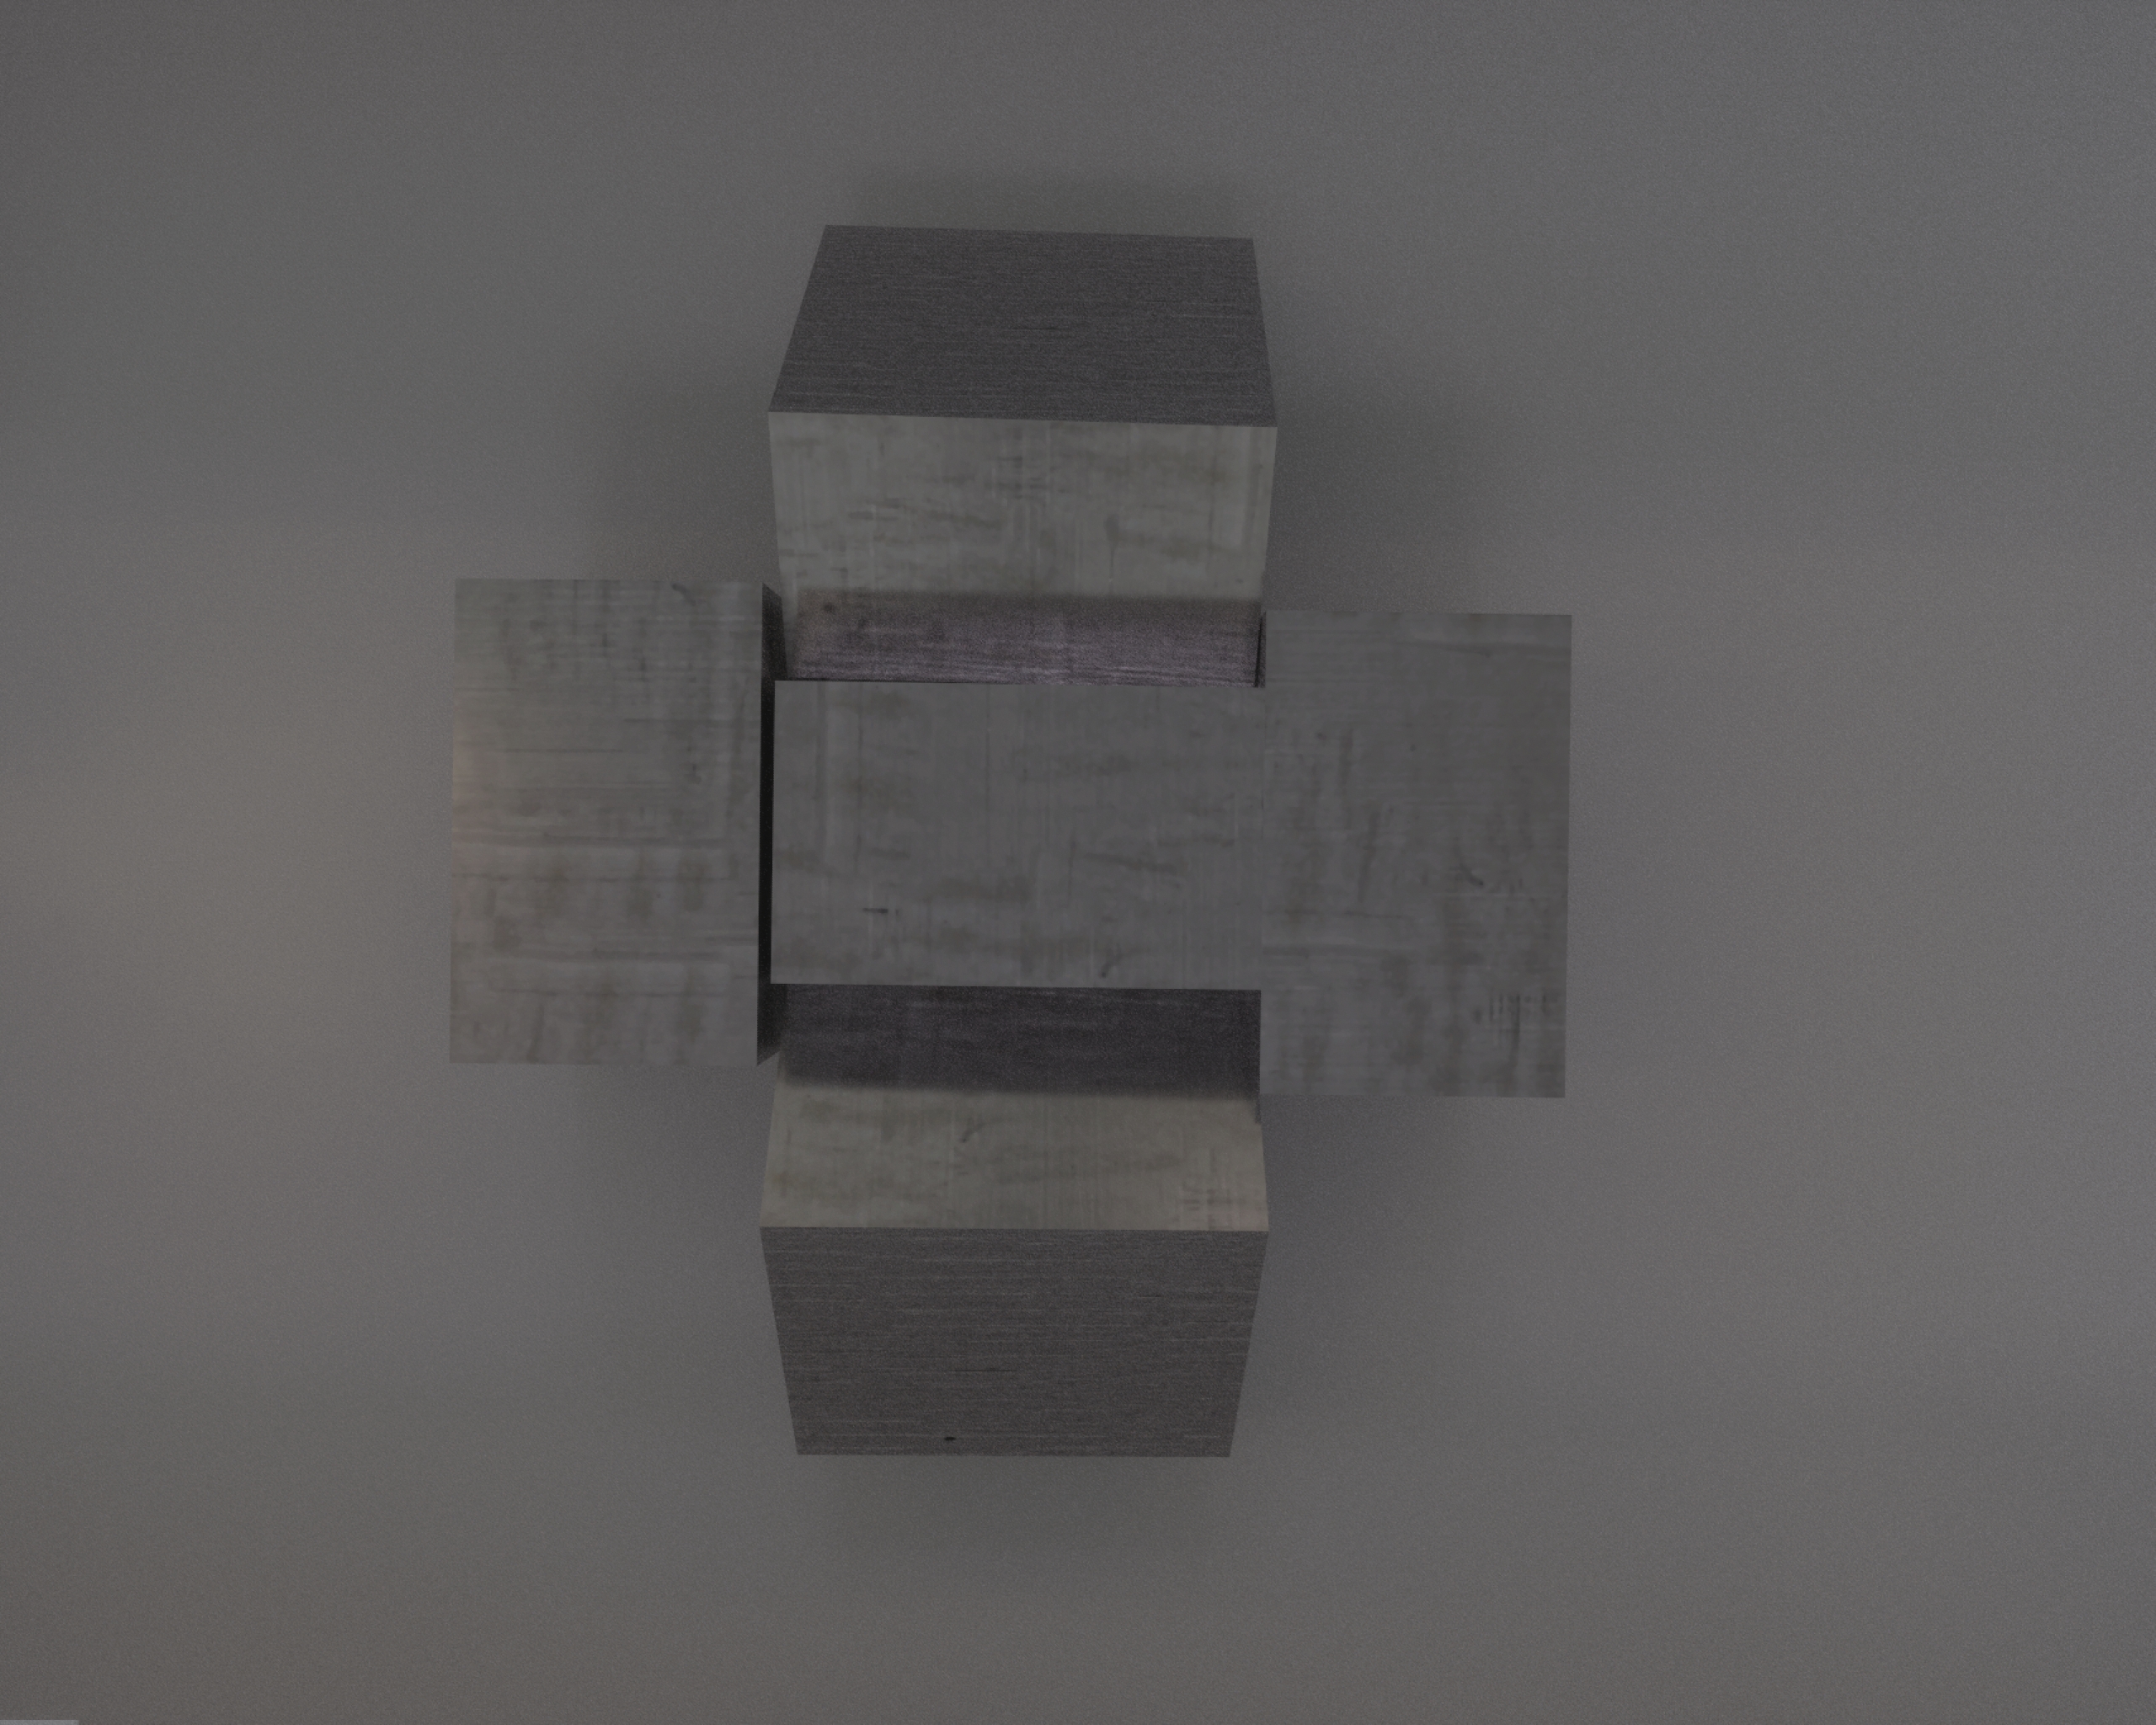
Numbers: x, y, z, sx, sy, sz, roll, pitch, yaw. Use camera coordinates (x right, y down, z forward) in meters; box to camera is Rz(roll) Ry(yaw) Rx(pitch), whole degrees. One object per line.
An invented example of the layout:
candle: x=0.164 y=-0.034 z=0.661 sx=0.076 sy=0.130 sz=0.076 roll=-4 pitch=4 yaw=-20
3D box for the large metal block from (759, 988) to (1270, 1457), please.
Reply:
large metal block: x=-0.011 y=0.066 z=0.376 sx=0.081 sy=0.080 sz=0.050 roll=1 pitch=48 yaw=-1

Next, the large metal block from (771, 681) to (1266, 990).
large metal block: x=-0.010 y=-0.005 z=0.383 sx=0.081 sy=0.080 sz=0.050 roll=1 pitch=90 yaw=0

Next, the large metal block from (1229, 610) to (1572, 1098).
large metal block: x=0.056 y=-0.002 z=0.383 sx=0.050 sy=0.080 sz=0.080 roll=1 pitch=90 yaw=0

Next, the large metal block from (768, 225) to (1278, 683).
large metal block: x=-0.009 y=-0.075 z=0.376 sx=0.081 sy=0.080 sz=0.050 roll=2 pitch=128 yaw=0

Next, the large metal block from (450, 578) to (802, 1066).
large metal block: x=-0.077 y=-0.007 z=0.382 sx=0.050 sy=0.080 sz=0.080 roll=1 pitch=90 yaw=0
